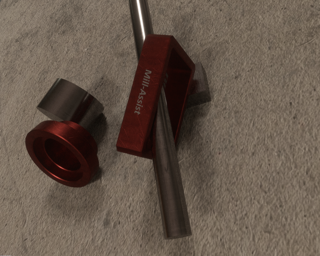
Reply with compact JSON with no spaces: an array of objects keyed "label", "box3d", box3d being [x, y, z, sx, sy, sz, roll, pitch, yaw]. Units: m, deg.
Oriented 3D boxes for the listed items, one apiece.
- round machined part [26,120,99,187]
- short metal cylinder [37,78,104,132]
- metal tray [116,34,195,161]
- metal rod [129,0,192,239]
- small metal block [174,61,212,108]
[{"label":"round machined part","box3d":[-0.122,0.029,0.409,0.098,0.097,0.042,1,36,28]},{"label":"short metal cylinder","box3d":[-0.130,-0.028,0.452,0.080,0.080,0.050,20,72,35]},{"label":"metal tray","box3d":[0.000,-0.028,0.355,0.030,0.090,0.129,12,84,25]},{"label":"metal rod","box3d":[-0.006,-0.035,0.343,0.025,0.025,0.299,-18,63,17]},{"label":"small metal block","box3d":[0.038,-0.055,0.417,0.050,0.025,0.050,-16,55,18]}]
